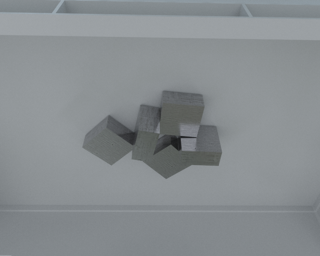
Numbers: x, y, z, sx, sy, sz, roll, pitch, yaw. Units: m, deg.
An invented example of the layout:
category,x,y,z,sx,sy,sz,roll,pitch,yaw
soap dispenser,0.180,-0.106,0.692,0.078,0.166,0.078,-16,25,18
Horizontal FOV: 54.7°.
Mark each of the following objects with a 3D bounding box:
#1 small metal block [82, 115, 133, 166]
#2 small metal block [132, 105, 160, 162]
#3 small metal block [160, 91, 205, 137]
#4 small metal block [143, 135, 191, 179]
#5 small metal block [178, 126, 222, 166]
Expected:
category,x,y,z,sx,sy,sz,roll,pitch,yaw
small metal block,-0.068,0.018,0.421,0.050,0.025,0.050,-37,122,27
small metal block,-0.018,0.007,0.395,0.025,0.050,0.050,10,129,-9
small metal block,0.025,-0.017,0.393,0.050,0.025,0.050,5,130,-5
small metal block,0.012,0.040,0.441,0.050,0.025,0.050,-33,123,24
small metal block,0.051,0.022,0.410,0.050,0.050,0.025,2,130,-3
